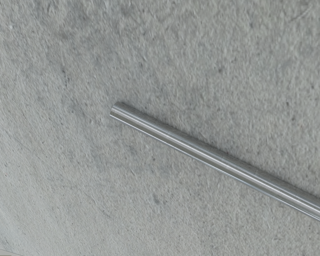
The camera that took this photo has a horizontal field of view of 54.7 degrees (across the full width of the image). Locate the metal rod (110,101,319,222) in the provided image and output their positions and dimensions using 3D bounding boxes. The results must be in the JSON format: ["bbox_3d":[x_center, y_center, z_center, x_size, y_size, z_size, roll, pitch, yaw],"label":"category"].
[{"bbox_3d":[0.071,0.040,0.392,0.301,0.025,0.025,26,127,11],"label":"metal rod"}]
